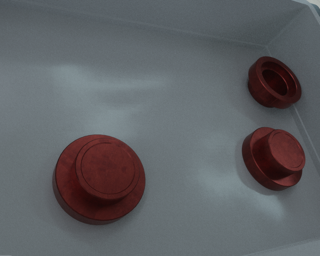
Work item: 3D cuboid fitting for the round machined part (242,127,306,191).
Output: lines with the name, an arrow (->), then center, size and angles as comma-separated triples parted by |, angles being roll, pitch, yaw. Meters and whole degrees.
round machined part -> 0.176, 0.041, 0.464 | 0.099, 0.042, 0.098 | 14, 56, -21

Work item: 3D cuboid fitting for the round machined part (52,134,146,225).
round machined part -> -0.061, 0.050, 0.332 | 0.099, 0.042, 0.098 | 14, 56, -21

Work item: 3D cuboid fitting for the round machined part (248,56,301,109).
round machined part -> 0.195, -0.074, 0.545 | 0.099, 0.042, 0.098 | 14, 56, -21
